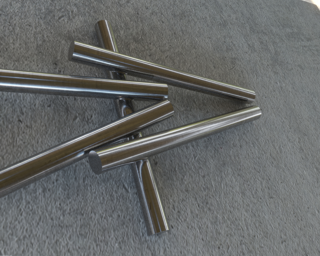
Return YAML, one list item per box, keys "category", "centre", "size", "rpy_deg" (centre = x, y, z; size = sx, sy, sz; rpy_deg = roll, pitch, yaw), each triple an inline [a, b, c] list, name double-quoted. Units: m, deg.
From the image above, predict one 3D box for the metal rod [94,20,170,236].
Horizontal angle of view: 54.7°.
- category: "metal rod"
  centre: [-0.042, -0.017, 0.394]
  size: [0.025, 0.025, 0.299]
  rpy_deg: [-3, 63, -30]

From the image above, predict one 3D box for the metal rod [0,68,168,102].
- category: "metal rod"
  centre: [-0.135, -0.050, 0.346]
  size: [0.303, 0.025, 0.025]
  rpy_deg: [2, 61, -21]

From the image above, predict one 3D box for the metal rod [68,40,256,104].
- category: "metal rod"
  centre: [0.023, -0.072, 0.442]
  size: [0.302, 0.025, 0.025]
  rpy_deg: [9, 58, -31]

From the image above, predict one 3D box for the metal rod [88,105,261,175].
- category: "metal rod"
  centre: [0.045, 0.005, 0.408]
  size: [0.302, 0.025, 0.025]
  rpy_deg: [-15, 70, -41]

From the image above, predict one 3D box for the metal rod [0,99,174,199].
- category: "metal rod"
  centre: [-0.107, 0.032, 0.311]
  size: [0.302, 0.025, 0.025]
  rpy_deg: [-26, 76, -32]
